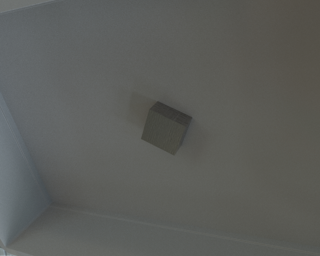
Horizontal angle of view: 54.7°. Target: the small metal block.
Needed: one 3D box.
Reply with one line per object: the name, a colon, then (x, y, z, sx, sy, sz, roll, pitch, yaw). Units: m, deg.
small metal block: (0.008, 0.001, 0.404, 0.050, 0.025, 0.050, 26, 128, 11)
